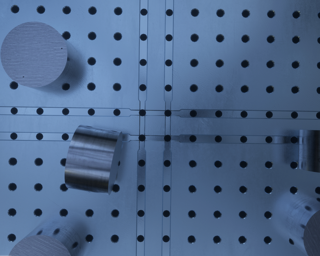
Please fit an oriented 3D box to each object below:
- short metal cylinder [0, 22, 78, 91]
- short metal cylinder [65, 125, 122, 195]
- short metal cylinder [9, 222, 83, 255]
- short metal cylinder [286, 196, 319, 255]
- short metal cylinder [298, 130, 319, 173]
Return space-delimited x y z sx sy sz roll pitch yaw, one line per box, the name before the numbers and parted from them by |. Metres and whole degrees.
short metal cylinder | -0.152 -0.089 0.399 0.081 0.050 0.079 0 90 -1
short metal cylinder | -0.080 0.039 0.385 0.050 0.080 0.080 10 90 -1
short metal cylinder | -0.146 0.169 0.399 0.081 0.050 0.079 0 90 -1
short metal cylinder | 0.215 0.135 0.404 0.081 0.050 0.079 0 90 -1
short metal cylinder | 0.218 0.028 0.389 0.081 0.080 0.050 1 90 -1
